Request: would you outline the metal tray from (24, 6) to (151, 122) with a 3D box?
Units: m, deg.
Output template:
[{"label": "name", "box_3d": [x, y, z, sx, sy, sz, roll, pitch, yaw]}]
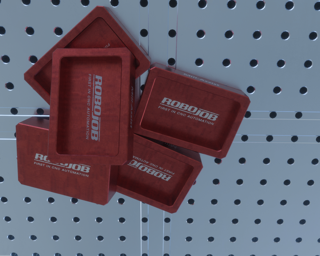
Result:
[{"label": "metal tray", "box_3d": [-0.087, -0.073, 0.382, 0.130, 0.030, 0.090, -38, 105, 12]}]

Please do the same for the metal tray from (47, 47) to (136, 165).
[{"label": "metal tray", "box_3d": [-0.077, -0.024, 0.355, 0.090, 0.030, 0.129, 1, 86, 7]}]

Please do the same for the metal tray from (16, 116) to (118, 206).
[{"label": "metal tray", "box_3d": [-0.121, 0.042, 0.407, 0.130, 0.030, 0.089, 11, 111, 10]}]

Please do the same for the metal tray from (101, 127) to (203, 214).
[{"label": "metal tray", "box_3d": [-0.018, 0.055, 0.430, 0.131, 0.030, 0.090, 24, 109, -9]}]

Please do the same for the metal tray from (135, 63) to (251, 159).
[{"label": "metal tray", "box_3d": [0.038, -0.021, 0.402, 0.131, 0.030, 0.089, 17, 110, -7]}]
